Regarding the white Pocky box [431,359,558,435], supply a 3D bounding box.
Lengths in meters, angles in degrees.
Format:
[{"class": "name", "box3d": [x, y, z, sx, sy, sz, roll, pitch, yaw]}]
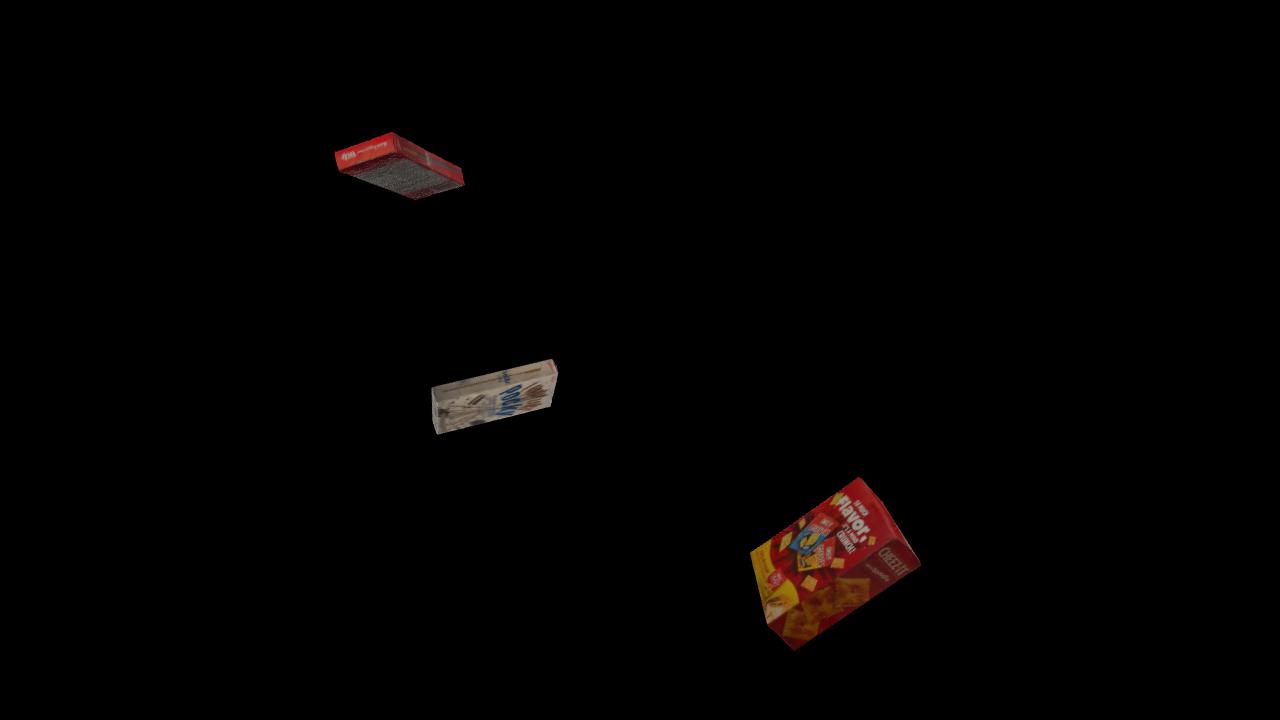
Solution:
[{"class": "white Pocky box", "box3d": [-0.184, 0.047, 0.780, 0.154, 0.028, 0.084, -14, -30, -25]}]

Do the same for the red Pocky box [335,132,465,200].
[{"class": "red Pocky box", "box3d": [-0.298, -0.242, 0.781, 0.083, 0.028, 0.155, -11, -1, 14]}]

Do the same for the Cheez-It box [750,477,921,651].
[{"class": "Cheez-It box", "box3d": [0.279, 0.296, 0.914, 0.223, 0.071, 0.166, -41, 13, 13]}]
